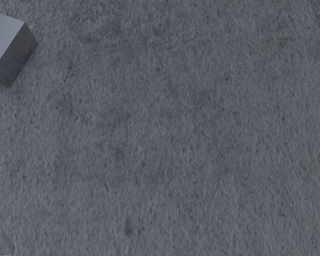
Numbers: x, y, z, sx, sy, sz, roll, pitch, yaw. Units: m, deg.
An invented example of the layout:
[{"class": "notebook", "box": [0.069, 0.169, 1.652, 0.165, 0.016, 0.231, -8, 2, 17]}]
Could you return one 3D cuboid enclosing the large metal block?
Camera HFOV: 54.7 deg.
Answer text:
[{"class": "large metal block", "box": [-0.235, -0.114, 0.434, 0.080, 0.050, 0.080, 21, 71, 7]}]
